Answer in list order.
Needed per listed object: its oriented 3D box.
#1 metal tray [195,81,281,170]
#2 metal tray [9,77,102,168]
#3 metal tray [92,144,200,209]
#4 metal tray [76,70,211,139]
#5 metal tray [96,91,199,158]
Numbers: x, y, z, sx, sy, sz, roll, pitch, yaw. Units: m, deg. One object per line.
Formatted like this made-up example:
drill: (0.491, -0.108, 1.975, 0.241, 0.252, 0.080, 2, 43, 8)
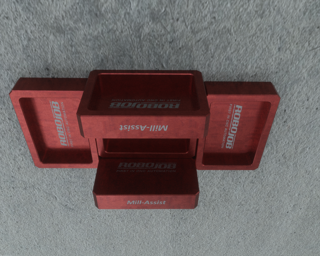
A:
metal tray: (0.094, 0.001, 0.408, 0.091, 0.030, 0.129, 0, 130, -1)
metal tray: (-0.127, -0.002, 0.402, 0.091, 0.030, 0.129, 0, 130, -1)
metal tray: (-0.017, 0.063, 0.418, 0.131, 0.090, 0.030, 0, 130, -1)
metal tray: (-0.016, -0.029, 0.341, 0.131, 0.090, 0.030, 0, 130, -1)
metal tray: (-0.017, -0.003, 0.403, 0.131, 0.030, 0.089, 0, 130, -1)
